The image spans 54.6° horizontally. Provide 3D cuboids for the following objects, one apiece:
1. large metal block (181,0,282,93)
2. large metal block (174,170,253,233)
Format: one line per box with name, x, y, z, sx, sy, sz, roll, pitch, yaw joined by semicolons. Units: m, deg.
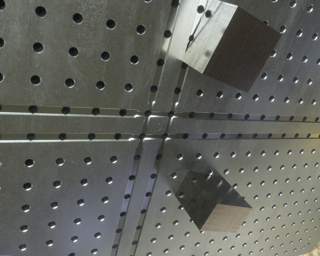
large metal block;0.087;-0.099;0.381;0.081;0.050;0.080;15;111;-34
large metal block;0.084;0.117;0.492;0.080;0.080;0.050;16;110;-35
